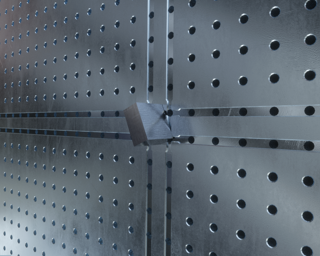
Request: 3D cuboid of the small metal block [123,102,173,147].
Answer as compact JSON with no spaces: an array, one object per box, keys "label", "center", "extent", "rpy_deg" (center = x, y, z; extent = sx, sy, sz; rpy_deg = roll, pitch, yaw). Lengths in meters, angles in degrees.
[{"label":"small metal block","center":[-0.015,-0.004,0.406],"extent":[0.025,0.050,0.050],"rpy_deg":[-28,73,36]}]
